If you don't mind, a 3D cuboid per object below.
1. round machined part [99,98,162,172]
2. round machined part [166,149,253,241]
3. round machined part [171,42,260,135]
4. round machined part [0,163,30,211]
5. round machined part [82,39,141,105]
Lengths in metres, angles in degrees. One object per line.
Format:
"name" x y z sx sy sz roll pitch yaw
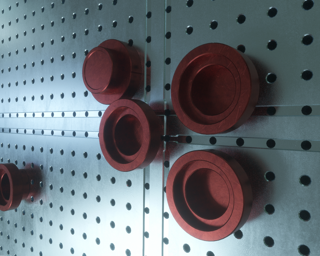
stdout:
"round machined part" -0.036 0.009 0.426 0.098 0.042 0.097 0 90 39
"round machined part" 0.058 0.072 0.349 0.098 0.042 0.097 0 90 39
"round machined part" 0.064 -0.042 0.345 0.098 0.042 0.097 0 90 39
"round machined part" -0.311 0.122 0.650 0.098 0.042 0.097 0 90 39
"round machined part" -0.078 -0.083 0.460 0.098 0.042 0.097 0 90 39
